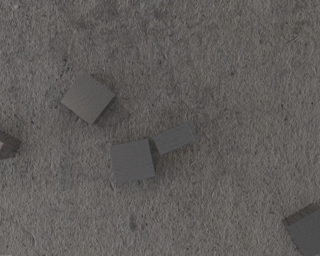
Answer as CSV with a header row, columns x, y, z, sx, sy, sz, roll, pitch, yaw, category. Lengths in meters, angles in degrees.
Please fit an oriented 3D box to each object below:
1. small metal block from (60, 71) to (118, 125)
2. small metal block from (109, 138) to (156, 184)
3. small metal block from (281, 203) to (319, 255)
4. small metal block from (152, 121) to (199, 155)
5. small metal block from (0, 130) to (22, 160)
x,y,z,sx,sy,sz,roll,pitch,yaw,category
-0.093,-0.038,0.409,0.050,0.025,0.050,38,90,0,small metal block
-0.035,0.043,0.410,0.050,0.025,0.050,-12,90,0,small metal block
0.200,0.136,0.412,0.050,0.025,0.050,-29,90,0,small metal block
0.019,0.012,0.397,0.050,0.050,0.025,-22,90,0,small metal block
-0.215,0.018,0.396,0.050,0.050,0.025,27,90,0,small metal block
